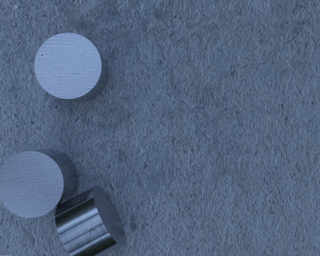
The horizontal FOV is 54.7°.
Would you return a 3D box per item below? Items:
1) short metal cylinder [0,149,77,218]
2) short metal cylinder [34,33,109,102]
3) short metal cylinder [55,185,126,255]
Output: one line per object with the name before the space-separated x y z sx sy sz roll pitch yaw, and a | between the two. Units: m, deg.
short metal cylinder | -0.154 0.068 0.394 0.080 0.050 0.080 0 88 2
short metal cylinder | -0.110 -0.075 0.396 0.081 0.050 0.080 0 90 0
short metal cylinder | -0.084 0.119 0.382 0.050 0.080 0.080 -28 90 0
